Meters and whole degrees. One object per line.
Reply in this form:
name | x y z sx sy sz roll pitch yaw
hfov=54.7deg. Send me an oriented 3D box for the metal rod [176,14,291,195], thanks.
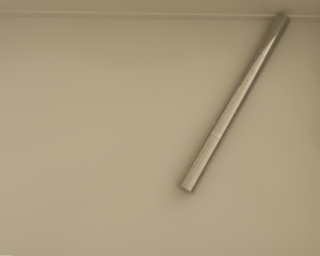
metal rod | 0.109 -0.044 0.427 0.025 0.025 0.300 30 72 10
